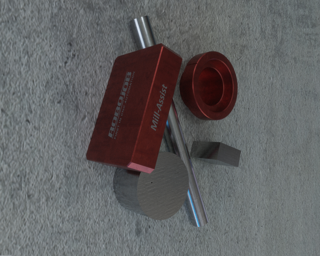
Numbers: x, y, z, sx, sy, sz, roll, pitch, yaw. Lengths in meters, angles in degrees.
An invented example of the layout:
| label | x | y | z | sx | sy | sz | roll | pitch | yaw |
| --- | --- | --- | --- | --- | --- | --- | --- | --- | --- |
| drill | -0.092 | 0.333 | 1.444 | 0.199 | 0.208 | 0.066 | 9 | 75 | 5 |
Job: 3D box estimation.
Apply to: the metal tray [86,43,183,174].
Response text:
| label | x | y | z | sx | sy | sz | roll | pitch | yaw |
| --- | --- | --- | --- | --- | --- | --- | --- | --- | --- |
| metal tray | -0.030 | -0.021 | 0.340 | 0.030 | 0.090 | 0.130 | 24 | 75 | -38 |

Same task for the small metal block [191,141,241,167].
| label | x | y | z | sx | sy | sz | roll | pitch | yaw |
| --- | --- | --- | --- | --- | --- | --- | --- | --- | --- |
| small metal block | 0.083 | 0.038 | 0.458 | 0.050 | 0.050 | 0.025 | 21 | 77 | -38 |

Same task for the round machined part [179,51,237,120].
| label | x | y | z | sx | sy | sz | roll | pitch | yaw |
| --- | --- | --- | --- | --- | --- | --- | --- | --- | --- |
| round machined part | 0.067 | -0.060 | 0.453 | 0.099 | 0.042 | 0.097 | 0 | 90 | -40 |

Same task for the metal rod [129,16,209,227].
| label | x | y | z | sx | sy | sz | roll | pitch | yaw |
| --- | --- | --- | --- | --- | --- | --- | --- | --- | --- |
| metal rod | 0.017 | 0.001 | 0.423 | 0.025 | 0.025 | 0.298 | -28 | 108 | -37 |

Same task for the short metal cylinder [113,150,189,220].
| label | x | y | z | sx | sy | sz | roll | pitch | yaw |
| --- | --- | --- | --- | --- | --- | --- | --- | --- | --- |
| short metal cylinder | -0.010 | 0.068 | 0.383 | 0.081 | 0.050 | 0.079 | 0 | 90 | -40 |
